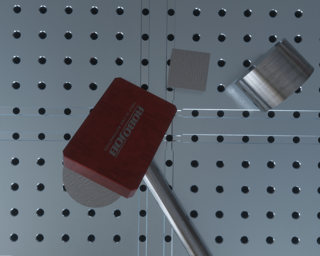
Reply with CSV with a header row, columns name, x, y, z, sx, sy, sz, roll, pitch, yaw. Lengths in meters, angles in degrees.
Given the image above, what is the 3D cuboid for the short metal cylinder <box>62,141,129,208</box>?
name,x,y,z,sx,sy,sz,roll,pitch,yaw
short metal cylinder,-0.078,0.057,0.400,0.081,0.050,0.079,0,90,0

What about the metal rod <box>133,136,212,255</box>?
name,x,y,z,sx,sy,sz,roll,pitch,yaw
metal rod,0.037,0.142,0.413,0.025,0.025,0.299,-31,90,0

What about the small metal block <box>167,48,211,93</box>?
name,x,y,z,sx,sy,sz,roll,pitch,yaw
small metal block,0.037,-0.076,0.414,0.050,0.025,0.050,7,90,0

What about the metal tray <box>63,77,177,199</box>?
name,x,y,z,sx,sy,sz,roll,pitch,yaw
metal tray,-0.045,0.007,0.377,0.090,0.030,0.130,28,57,0

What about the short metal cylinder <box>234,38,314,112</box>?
name,x,y,z,sx,sy,sz,roll,pitch,yaw
short metal cylinder,0.141,-0.065,0.387,0.080,0.080,0.050,-44,90,0
